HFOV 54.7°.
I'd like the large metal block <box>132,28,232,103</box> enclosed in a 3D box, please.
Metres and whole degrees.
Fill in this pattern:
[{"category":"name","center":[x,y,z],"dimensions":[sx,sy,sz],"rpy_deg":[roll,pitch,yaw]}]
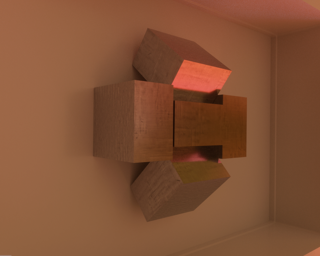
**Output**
[{"category":"large metal block","center":[0.026,-0.075,0.382],"dimensions":[0.081,0.080,0.050],"rpy_deg":[2,126,-40]}]

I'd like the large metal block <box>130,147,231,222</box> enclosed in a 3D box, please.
[{"category":"large metal block","center":[0.024,0.066,0.381],"dimensions":[0.081,0.080,0.050],"rpy_deg":[1,48,-41]}]

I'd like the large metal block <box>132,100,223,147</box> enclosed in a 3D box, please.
[{"category":"large metal block","center":[0.021,-0.005,0.386],"dimensions":[0.081,0.080,0.050],"rpy_deg":[1,90,-40]}]

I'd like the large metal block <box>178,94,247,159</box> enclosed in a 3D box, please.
[{"category":"large metal block","center":[0.071,-0.002,0.429],"dimensions":[0.050,0.080,0.080],"rpy_deg":[1,90,-40]}]

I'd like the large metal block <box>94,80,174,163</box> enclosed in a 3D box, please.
[{"category":"large metal block","center":[-0.031,-0.006,0.343],"dimensions":[0.050,0.080,0.080],"rpy_deg":[1,90,-40]}]
